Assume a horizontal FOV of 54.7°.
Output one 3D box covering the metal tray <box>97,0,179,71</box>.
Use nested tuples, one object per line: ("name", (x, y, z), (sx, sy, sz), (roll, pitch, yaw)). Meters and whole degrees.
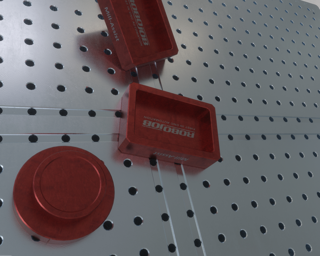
("metal tray", (-0.033, -0.158, 0.451), (0.091, 0.030, 0.129), (-25, 99, -37))

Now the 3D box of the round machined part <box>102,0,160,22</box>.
("round machined part", (-0.045, -0.226, 0.511), (0.099, 0.042, 0.098), (14, 56, -21))

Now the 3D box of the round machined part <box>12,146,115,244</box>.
("round machined part", (-0.092, 0.062, 0.310), (0.099, 0.042, 0.098), (14, 56, -21))

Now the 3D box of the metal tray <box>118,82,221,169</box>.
("metal tray", (0.014, -0.002, 0.413), (0.131, 0.030, 0.090), (13, 56, -21))
